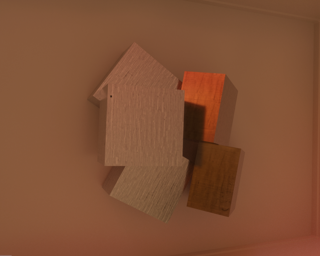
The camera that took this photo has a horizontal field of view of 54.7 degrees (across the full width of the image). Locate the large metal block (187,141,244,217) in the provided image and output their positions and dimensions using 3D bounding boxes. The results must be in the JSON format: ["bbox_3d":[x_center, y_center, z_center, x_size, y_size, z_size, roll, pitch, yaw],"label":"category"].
[{"bbox_3d":[0.076,0.064,0.402,0.050,0.080,0.080,10,86,19],"label":"large metal block"}]

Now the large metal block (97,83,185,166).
[{"bbox_3d":[-0.022,-0.001,0.334,0.081,0.050,0.080,3,88,-19],"label":"large metal block"}]

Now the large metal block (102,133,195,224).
[{"bbox_3d":[-0.014,0.060,0.389,0.080,0.050,0.080,31,80,-18],"label":"large metal block"}]

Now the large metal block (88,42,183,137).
[{"bbox_3d":[-0.030,-0.045,0.386,0.080,0.050,0.080,38,78,-17],"label":"large metal block"}]

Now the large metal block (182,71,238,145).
[{"bbox_3d":[0.061,-0.021,0.397,0.080,0.050,0.080,19,81,-65],"label":"large metal block"}]
